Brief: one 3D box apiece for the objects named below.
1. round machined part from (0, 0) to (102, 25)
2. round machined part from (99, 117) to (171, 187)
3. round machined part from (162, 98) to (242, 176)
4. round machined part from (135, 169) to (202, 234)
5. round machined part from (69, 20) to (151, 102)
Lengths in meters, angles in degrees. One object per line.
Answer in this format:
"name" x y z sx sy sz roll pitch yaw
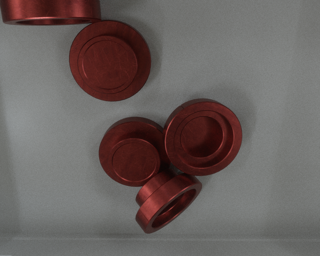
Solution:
"round machined part" -0.113 -0.132 0.322 0.099 0.098 0.042 -3 105 0
"round machined part" -0.033 0.037 0.416 0.099 0.042 0.097 0 110 0
"round machined part" 0.052 0.009 0.402 0.099 0.042 0.097 -2 107 -8
"round machined part" 0.006 0.093 0.418 0.042 0.098 0.098 47 108 26
"round machined part" -0.060 -0.078 0.373 0.099 0.042 0.097 0 110 -1
